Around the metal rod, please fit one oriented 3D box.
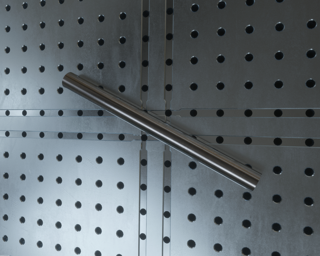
[{"bbox_3d":[-0.010,-0.003,0.415,0.301,0.025,0.025,29,99,17],"label":"metal rod"}]
